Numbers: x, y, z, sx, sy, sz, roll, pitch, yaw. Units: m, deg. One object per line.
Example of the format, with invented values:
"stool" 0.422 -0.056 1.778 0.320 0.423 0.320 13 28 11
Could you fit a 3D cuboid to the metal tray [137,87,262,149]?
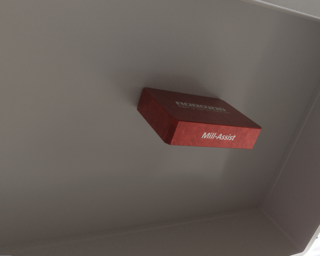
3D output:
"metal tray" 0.048 -0.012 0.384 0.131 0.090 0.030 5 116 -31
